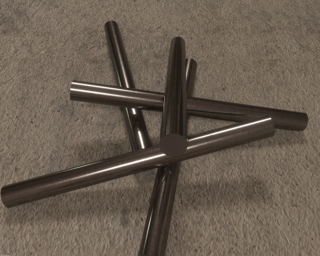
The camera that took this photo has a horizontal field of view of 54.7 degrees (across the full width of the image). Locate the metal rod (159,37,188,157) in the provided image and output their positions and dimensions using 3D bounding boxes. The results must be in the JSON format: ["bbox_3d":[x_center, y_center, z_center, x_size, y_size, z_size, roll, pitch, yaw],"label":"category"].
[{"bbox_3d":[0.021,-0.064,0.398,0.025,0.025,0.300,3,32,2],"label":"metal rod"}]

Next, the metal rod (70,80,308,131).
[{"bbox_3d":[0.042,-0.027,0.396,0.302,0.025,0.025,7,50,-7],"label":"metal rod"}]

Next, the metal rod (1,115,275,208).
[{"bbox_3d":[-0.022,0.036,0.344,0.302,0.025,0.025,-15,51,-2],"label":"metal rod"}]

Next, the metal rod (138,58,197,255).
[{"bbox_3d":[0.019,0.013,0.392,0.025,0.025,0.300,8,50,6],"label":"metal rod"}]

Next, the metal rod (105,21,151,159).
[{"bbox_3d":[-0.052,-0.069,0.460,0.025,0.025,0.300,-10,51,-9],"label":"metal rod"}]
